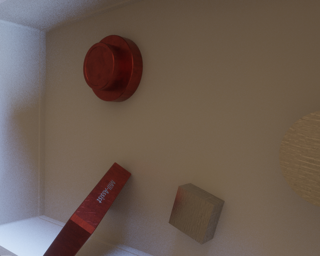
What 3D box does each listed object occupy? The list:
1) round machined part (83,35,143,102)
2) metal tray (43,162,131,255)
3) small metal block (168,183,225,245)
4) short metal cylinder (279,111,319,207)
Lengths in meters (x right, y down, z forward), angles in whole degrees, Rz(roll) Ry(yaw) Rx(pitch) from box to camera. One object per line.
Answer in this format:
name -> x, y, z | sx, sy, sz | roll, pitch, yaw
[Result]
round machined part -> -0.076, -0.088, 0.456 | 0.098, 0.042, 0.097 | 0, 90, 39
metal tray -> -0.092, 0.112, 0.414 | 0.030, 0.130, 0.090 | 37, 116, -1
small metal block -> 0.043, 0.101, 0.370 | 0.050, 0.025, 0.050 | 23, 104, 37
short metal cylinder -> 0.151, 0.025, 0.265 | 0.080, 0.050, 0.079 | 0, 90, 39
